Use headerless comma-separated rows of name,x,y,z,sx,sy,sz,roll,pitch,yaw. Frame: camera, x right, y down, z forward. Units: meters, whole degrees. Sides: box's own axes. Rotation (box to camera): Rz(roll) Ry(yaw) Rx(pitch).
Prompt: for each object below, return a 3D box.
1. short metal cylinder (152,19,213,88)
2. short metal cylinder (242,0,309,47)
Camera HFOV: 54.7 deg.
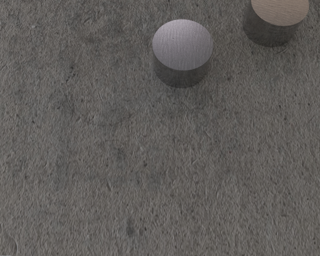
short metal cylinder,0.030,-0.103,0.432,0.081,0.050,0.080,0,70,0
short metal cylinder,0.168,-0.168,0.457,0.081,0.050,0.080,0,70,0
